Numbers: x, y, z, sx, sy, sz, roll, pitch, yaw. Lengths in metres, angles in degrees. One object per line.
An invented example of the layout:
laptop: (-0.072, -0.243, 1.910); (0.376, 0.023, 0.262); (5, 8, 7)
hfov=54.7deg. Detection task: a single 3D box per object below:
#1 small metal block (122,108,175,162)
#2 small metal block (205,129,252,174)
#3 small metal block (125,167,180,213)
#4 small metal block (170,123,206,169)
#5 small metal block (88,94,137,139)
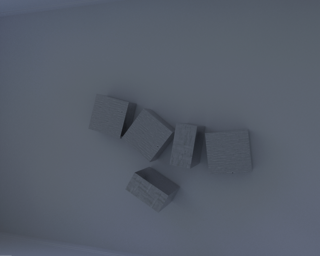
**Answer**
small metal block: (-0.013, 0.009, 0.411); (0.050, 0.025, 0.050); (40, 102, 15)
small metal block: (0.085, 0.029, 0.378); (0.050, 0.025, 0.050); (-6, 88, 19)
small metal block: (-0.008, 0.077, 0.397); (0.050, 0.050, 0.025); (32, 101, 16)
small metal block: (0.035, 0.020, 0.382); (0.025, 0.050, 0.050); (10, 93, 19)
small metal block: (-0.066, -0.016, 0.430); (0.050, 0.025, 0.050); (16, 95, 19)
